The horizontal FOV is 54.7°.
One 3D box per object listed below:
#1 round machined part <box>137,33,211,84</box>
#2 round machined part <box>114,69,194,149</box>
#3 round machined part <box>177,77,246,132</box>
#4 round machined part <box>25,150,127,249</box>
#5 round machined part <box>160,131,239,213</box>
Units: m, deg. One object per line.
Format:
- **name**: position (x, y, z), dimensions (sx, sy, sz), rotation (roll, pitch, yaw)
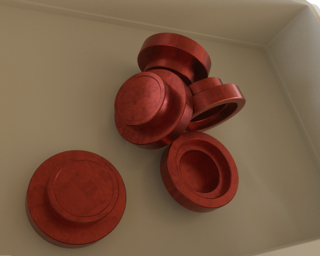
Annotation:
- **round machined part**: position (0.016, -0.077, 0.415), dimensions (0.098, 0.098, 0.042), rotation (25, 64, -13)
- **round machined part**: position (-0.014, -0.027, 0.364), dimensions (0.042, 0.098, 0.098), rotation (36, 39, -54)
- **round machined part**: position (0.059, -0.031, 0.409), dimensions (0.099, 0.097, 0.042), rotation (-11, 68, -33)
- **round machined part**: position (-0.080, 0.066, 0.311), dimensions (0.099, 0.042, 0.098), rotation (14, 56, -21)
- **round machined part**: position (0.044, 0.057, 0.384), dimensions (0.099, 0.042, 0.098), rotation (14, 56, -21)
